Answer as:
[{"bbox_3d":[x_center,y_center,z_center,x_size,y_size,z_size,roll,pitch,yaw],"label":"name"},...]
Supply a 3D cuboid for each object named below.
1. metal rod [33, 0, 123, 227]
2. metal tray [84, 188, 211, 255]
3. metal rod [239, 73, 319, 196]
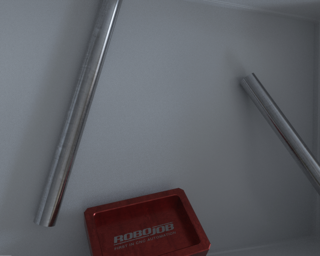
[{"bbox_3d":[-0.095,-0.032,0.375,0.025,0.025,0.299,17,84,-20],"label":"metal rod"},{"bbox_3d":[-0.017,0.128,0.372,0.131,0.090,0.030,-8,134,-20],"label":"metal tray"},{"bbox_3d":[0.208,0.050,0.435,0.025,0.025,0.299,-29,79,-18],"label":"metal rod"}]
